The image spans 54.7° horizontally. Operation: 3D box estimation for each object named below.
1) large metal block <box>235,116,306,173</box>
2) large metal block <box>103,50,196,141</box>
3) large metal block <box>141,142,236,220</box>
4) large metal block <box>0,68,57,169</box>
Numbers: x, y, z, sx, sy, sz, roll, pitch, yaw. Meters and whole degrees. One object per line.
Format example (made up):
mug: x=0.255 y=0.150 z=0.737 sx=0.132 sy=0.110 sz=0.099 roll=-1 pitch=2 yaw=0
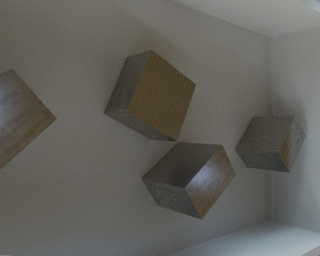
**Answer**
large metal block: x=0.190 y=0.026 z=0.534 sx=0.050 sy=0.080 sz=0.080 roll=51 pitch=60 yaw=-29
large metal block: x=-0.010 y=-0.036 z=0.383 sx=0.080 sy=0.050 sz=0.080 roll=31 pitch=71 yaw=-36
large metal block: x=0.038 y=0.064 z=0.405 sx=0.080 sy=0.080 sz=0.050 roll=-42 pitch=116 yaw=-32
large metal block: x=-0.145 y=0.001 z=0.250 sx=0.080 sy=0.080 sz=0.050 roll=-50 pitch=120 yaw=-29
